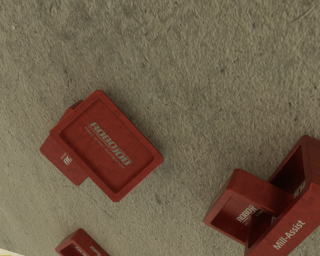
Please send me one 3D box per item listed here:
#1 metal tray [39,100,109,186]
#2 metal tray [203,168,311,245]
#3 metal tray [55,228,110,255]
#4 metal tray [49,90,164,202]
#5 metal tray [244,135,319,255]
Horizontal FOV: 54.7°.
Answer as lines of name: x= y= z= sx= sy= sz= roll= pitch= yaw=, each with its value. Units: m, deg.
metal tray: x=-0.127 y=0.028 z=0.488 sx=0.090 sy=0.030 sz=0.129 roll=45 pitch=129 yaw=-4
metal tray: x=0.112 y=0.108 z=0.383 sx=0.090 sy=0.030 sz=0.129 roll=27 pitch=148 yaw=11
metal tray: x=-0.150 y=0.279 z=0.655 sx=0.130 sy=0.030 sz=0.090 roll=46 pitch=129 yaw=-5
metal tray: x=-0.070 y=0.024 z=0.421 sx=0.090 sy=0.030 sz=0.130 roll=-42 pitch=96 yaw=-2
metal tray: x=0.138 y=0.082 z=0.337 sx=0.030 sy=0.090 sz=0.129 roll=25 pitch=126 yaw=4
